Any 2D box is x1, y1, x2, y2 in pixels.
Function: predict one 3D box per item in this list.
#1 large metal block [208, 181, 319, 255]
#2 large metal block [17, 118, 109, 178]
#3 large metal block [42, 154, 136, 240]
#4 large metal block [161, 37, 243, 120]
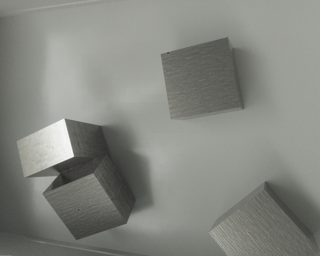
[{"bbox_3d":[0.117,0.121,0.356,0.080,0.050,0.080,-44,77,15],"label":"large metal block"},{"bbox_3d":[-0.130,0.030,0.424,0.080,0.080,0.050,-23,76,18],"label":"large metal block"},{"bbox_3d":[-0.092,0.092,0.414,0.080,0.050,0.080,-23,107,18],"label":"large metal block"},{"bbox_3d":[0.053,-0.056,0.379,0.080,0.050,0.080,-10,87,19],"label":"large metal block"}]
